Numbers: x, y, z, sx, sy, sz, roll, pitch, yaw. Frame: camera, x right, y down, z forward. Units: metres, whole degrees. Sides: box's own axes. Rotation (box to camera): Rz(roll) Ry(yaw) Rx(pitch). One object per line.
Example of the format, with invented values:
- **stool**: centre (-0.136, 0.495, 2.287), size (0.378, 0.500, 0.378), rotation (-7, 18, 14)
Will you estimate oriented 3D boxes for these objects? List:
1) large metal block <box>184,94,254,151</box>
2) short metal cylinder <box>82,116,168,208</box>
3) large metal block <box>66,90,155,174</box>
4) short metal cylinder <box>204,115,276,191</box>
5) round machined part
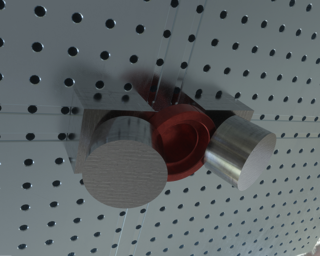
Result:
- **large metal block**: centre (0.073, 0.000, 0.434), size (0.081, 0.050, 0.079), rotation (-1, 119, -28)
- **short metal cylinder**: centre (-0.034, 0.034, 0.316), size (0.081, 0.050, 0.079), rotation (-2, 118, -4)
- **large metal block**: centre (-0.060, 0.004, 0.364), size (0.081, 0.050, 0.079), rotation (1, 118, -29)
- **short metal cylinder**: centre (0.100, 0.031, 0.387), size (0.081, 0.050, 0.079), rotation (-31, 137, -33)
- **round machined part**: centre (0.017, 0.014, 0.380), size (0.099, 0.042, 0.097), rotation (-14, 124, -21)
